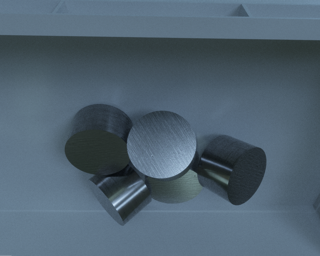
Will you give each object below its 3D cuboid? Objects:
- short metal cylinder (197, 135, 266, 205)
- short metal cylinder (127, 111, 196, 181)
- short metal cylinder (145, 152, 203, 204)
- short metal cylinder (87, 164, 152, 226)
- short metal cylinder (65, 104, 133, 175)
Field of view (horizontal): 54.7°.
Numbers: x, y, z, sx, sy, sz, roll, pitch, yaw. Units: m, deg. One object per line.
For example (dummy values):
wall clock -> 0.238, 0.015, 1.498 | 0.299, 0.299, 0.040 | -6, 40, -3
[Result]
short metal cylinder -> 0.096, 0.055, 0.412 | 0.081, 0.050, 0.079 | -17, 118, -36
short metal cylinder -> 0.004, 0.024, 0.382 | 0.080, 0.080, 0.050 | -6, 166, 4
short metal cylinder -> 0.019, 0.064, 0.446 | 0.081, 0.050, 0.079 | 0, 130, 0
short metal cylinder -> -0.057, 0.090, 0.438 | 0.050, 0.080, 0.080 | -37, 135, -25
short metal cylinder -> -0.077, 0.016, 0.402 | 0.081, 0.050, 0.079 | 0, 130, 0
